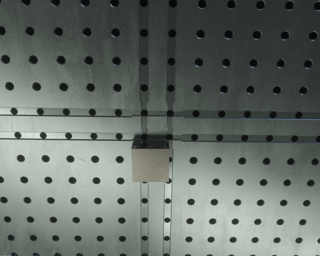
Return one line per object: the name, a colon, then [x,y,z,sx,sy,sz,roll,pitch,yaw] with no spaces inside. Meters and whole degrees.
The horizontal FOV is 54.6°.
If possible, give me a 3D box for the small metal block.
small metal block: [-0.013,0.047,0.430,0.050,0.025,0.050,0,110,0]
